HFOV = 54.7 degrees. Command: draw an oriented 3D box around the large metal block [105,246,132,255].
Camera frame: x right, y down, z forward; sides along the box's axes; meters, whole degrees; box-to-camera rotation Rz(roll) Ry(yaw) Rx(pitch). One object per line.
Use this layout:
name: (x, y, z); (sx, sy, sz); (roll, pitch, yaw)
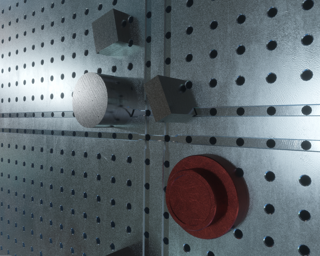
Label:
large metal block: (-0.068, 0.233, 0.447); (0.080, 0.050, 0.080); (-47, 62, 29)

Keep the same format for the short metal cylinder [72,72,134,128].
short metal cylinder: (-0.085, -0.040, 0.461); (0.080, 0.050, 0.079); (0, 90, 39)

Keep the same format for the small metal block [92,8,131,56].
small metal block: (-0.074, -0.143, 0.468); (0.050, 0.025, 0.050); (-16, 80, 38)

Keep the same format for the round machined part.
round machined part: (0.045, 0.080, 0.359); (0.098, 0.042, 0.097); (0, 90, 39)

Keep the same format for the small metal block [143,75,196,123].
small metal block: (0.012, -0.034, 0.381); (0.025, 0.050, 0.050); (-29, 72, 36)
